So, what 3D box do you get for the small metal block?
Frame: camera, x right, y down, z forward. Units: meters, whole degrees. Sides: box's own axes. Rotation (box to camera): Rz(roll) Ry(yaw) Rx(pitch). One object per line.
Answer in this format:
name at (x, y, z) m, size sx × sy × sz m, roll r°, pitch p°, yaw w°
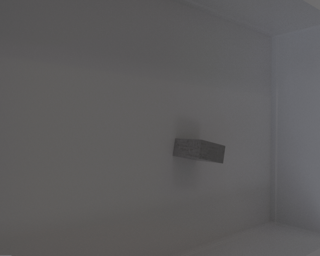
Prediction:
small metal block at (0.055, 0.032, 0.435) m, size 0.050 × 0.050 × 0.025 m, roll 15°, pitch 81°, yaw -39°
